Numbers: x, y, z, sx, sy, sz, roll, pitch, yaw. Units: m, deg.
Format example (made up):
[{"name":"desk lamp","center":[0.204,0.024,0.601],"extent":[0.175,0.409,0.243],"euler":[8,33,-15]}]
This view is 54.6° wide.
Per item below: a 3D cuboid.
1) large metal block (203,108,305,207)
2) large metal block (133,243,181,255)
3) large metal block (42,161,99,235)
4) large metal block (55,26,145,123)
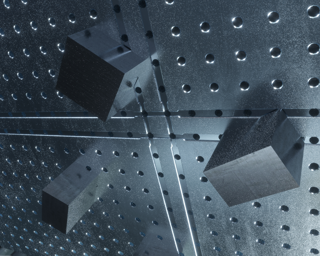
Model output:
[{"name":"large metal block","center":[0.105,0.032,0.340],"extent":[0.080,0.080,0.050],"euler":[-30,102,38]},{"name":"large metal block","center":[-0.005,0.265,0.563],"extent":[0.080,0.050,0.080],"euler":[7,122,25]},{"name":"large metal block","center":[-0.153,0.118,0.531],"extent":[0.050,0.080,0.079],"euler":[26,128,12]},{"name":"large metal block","center":[-0.077,-0.068,0.395],"extent":[0.080,0.050,0.080],"euler":[34,129,6]}]
